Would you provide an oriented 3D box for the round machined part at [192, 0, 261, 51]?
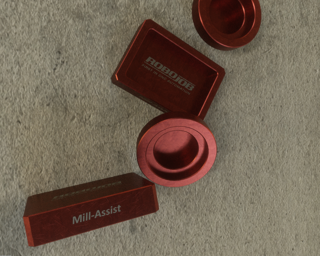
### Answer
[{"bbox_3d":[0.089,-0.157,0.434,0.099,0.042,0.097,0,90,-21],"label":"round machined part"}]

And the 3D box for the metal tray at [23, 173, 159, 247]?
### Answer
[{"bbox_3d":[-0.078,0.084,0.346,0.131,0.090,0.030,-11,94,-20],"label":"metal tray"}]

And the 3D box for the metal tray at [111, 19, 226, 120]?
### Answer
[{"bbox_3d":[0.014,-0.070,0.412,0.131,0.030,0.090,29,80,-18],"label":"metal tray"}]

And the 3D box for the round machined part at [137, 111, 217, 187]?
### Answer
[{"bbox_3d":[0.019,0.023,0.394,0.099,0.042,0.097,-3,116,-5],"label":"round machined part"}]
